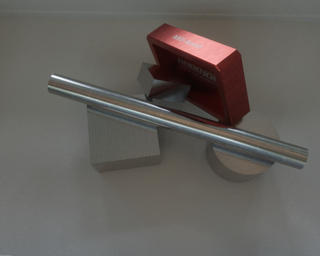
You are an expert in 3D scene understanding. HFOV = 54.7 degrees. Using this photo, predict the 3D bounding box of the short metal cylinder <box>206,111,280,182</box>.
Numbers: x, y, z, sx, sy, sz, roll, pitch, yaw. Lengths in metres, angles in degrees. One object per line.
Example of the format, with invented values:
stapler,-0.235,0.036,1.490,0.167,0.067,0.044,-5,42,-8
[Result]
short metal cylinder,0.101,0.024,0.387,0.081,0.050,0.080,0,70,0

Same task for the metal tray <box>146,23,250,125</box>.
metal tray,0.044,-0.066,0.372,0.030,0.090,0.130,-39,45,-14

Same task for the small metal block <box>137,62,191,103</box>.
small metal block,0.004,-0.058,0.394,0.050,0.025,0.050,6,32,-26

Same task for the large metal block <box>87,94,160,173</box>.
large metal block,-0.045,0.007,0.392,0.081,0.050,0.080,-7,70,-3

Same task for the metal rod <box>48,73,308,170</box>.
metal rod,0.015,-0.010,0.358,0.301,0.025,0.025,17,71,5
